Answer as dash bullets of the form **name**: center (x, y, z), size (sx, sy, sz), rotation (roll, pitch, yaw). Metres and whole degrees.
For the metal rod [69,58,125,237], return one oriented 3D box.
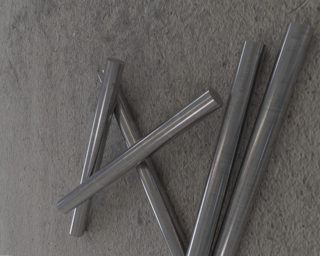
- **metal rod**: center (-0.099, 0.043, 0.464), size (0.025, 0.025, 0.298), rotation (34, 117, 35)

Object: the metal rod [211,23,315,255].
- **metal rod**: center (0.096, 0.045, 0.325), size (0.025, 0.025, 0.298), rotation (24, 105, 37)

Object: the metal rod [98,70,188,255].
- **metal rod**: center (-0.024, 0.046, 0.424), size (0.025, 0.025, 0.299), rotation (-38, 67, 33)

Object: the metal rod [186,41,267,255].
- **metal rod**: center (0.064, 0.057, 0.339), size (0.025, 0.025, 0.298), rotation (19, 98, 38)

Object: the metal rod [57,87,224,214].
- **metal rod**: center (-0.044, 0.044, 0.407), size (0.299, 0.025, 0.025), rotation (-37, 68, 30)
